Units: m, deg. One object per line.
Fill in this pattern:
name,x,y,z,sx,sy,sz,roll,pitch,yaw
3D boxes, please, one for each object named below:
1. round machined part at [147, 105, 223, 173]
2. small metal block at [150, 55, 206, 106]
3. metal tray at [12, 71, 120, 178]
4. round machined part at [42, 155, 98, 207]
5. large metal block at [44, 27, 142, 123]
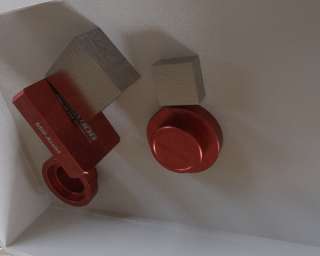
round machined part,0.027,0.019,0.394,0.098,0.042,0.097,13,124,20
small metal block,0.022,-0.054,0.362,0.050,0.025,0.050,0,119,27
metal tray,-0.121,-0.009,0.422,0.030,0.090,0.130,-24,106,36
round machined part,-0.145,0.081,0.522,0.098,0.042,0.097,13,124,20
large metal block,-0.086,-0.066,0.395,0.080,0.050,0.080,-34,100,38
